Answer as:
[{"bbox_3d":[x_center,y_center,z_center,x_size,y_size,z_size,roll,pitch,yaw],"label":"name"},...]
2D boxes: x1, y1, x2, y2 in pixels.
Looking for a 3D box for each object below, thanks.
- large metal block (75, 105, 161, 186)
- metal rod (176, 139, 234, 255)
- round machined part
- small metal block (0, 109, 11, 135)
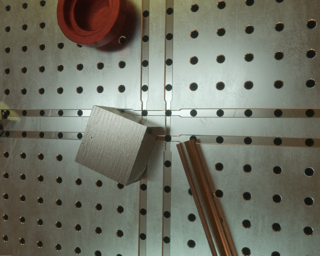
[{"bbox_3d":[-0.056,0.021,0.418,0.080,0.050,0.080,22,97,18],"label":"large metal block"},{"bbox_3d":[0.078,0.159,0.384,0.025,0.025,0.299,-20,84,18],"label":"metal rod"},{"bbox_3d":[-0.091,-0.161,0.434,0.098,0.042,0.097,0,90,19],"label":"round machined part"},{"bbox_3d":[-0.284,-0.011,0.511,0.050,0.025,0.050,42,103,14],"label":"small metal block"}]
